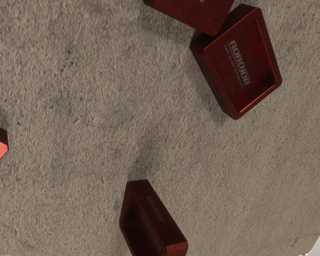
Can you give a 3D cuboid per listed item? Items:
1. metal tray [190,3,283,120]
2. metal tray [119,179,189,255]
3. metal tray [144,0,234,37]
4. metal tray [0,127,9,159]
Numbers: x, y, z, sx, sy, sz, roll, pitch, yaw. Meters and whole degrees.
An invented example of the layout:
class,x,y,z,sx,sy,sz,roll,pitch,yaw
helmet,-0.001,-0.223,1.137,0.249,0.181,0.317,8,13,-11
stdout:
class,x,y,z,sx,sy,sz,roll,pitch,yaw
metal tray,0.106,-0.083,0.411,0.090,0.030,0.130,-39,130,-2
metal tray,-0.015,0.143,0.421,0.030,0.130,0.089,-2,119,-28
metal tray,0.049,-0.174,0.324,0.091,0.030,0.129,13,111,-34
metal tray,-0.225,0.011,0.286,0.090,0.030,0.130,-45,130,3
